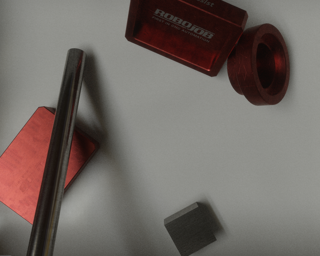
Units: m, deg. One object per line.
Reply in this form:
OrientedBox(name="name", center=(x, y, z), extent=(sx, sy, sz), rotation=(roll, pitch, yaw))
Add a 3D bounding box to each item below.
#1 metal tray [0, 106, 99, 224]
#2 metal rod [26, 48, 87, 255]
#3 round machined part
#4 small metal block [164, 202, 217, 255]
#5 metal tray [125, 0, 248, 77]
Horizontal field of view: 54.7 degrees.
OrientedBox(name="metal tray", center=(-0.154, 0.048, 0.407), extent=(0.090, 0.030, 0.130), rotation=(37, 90, -1))
OrientedBox(name="metal rod", center=(-0.117, 0.038, 0.352), extent=(0.025, 0.025, 0.299), rotation=(3, 66, 0))
OrientedBox(name="round machined part", center=(0.121, -0.076, 0.388), extent=(0.099, 0.042, 0.097), rotation=(0, 90, -44))
OrientedBox(name="small metal block", center=(0.040, 0.135, 0.412), extent=(0.050, 0.025, 0.050), rotation=(-29, 90, -1))
OrientedBox(name="metal tray", center=(0.027, -0.123, 0.378), extent=(0.131, 0.090, 0.030), rotation=(23, 59, -1))
